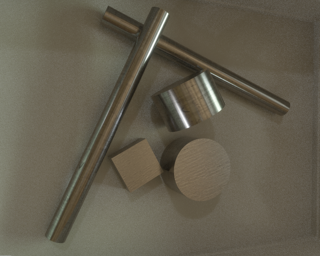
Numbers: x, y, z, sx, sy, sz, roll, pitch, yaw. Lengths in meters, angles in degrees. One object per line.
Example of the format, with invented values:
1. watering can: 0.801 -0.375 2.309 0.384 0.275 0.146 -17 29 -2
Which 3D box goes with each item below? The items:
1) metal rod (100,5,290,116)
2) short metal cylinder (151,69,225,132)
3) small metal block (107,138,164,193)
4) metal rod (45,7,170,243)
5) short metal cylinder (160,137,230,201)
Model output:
1. metal rod: 0.062 -0.086 0.434 0.302 0.025 0.025 23 82 -19
2. short metal cylinder: 0.036 -0.036 0.396 0.080 0.080 0.050 -30 100 -18
3. small metal block: -0.032 0.047 0.400 0.050 0.025 0.050 -30 100 -18
4. metal rod: -0.061 -0.006 0.373 0.025 0.025 0.299 26 87 -19
5. short metal cylinder: 0.046 0.053 0.416 0.081 0.050 0.079 0 90 -21
